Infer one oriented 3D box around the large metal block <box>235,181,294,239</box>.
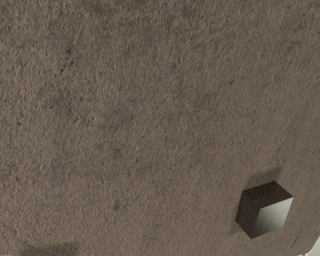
[{"bbox_3d":[0.201,0.158,0.602,0.081,0.050,0.079,-11,123,-23],"label":"large metal block"}]
